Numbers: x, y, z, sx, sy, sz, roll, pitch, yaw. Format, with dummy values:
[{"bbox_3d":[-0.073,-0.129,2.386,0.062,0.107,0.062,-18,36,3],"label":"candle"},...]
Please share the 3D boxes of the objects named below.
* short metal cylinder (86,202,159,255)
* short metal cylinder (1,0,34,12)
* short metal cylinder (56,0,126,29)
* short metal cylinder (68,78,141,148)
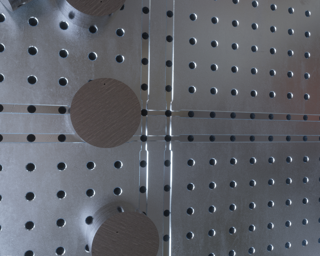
[{"bbox_3d":[-0.047,0.136,0.382,0.081,0.050,0.079,0,90,-20],"label":"short metal cylinder"},{"bbox_3d":[-0.159,-0.171,0.324,0.050,0.080,0.080,-39,103,-16],"label":"short metal cylinder"},{"bbox_3d":[-0.082,-0.165,0.369,0.081,0.050,0.079,0,90,-20],"label":"short metal cylinder"},{"bbox_3d":[-0.068,-0.017,0.374,0.081,0.050,0.079,0,90,-20],"label":"short metal cylinder"}]
